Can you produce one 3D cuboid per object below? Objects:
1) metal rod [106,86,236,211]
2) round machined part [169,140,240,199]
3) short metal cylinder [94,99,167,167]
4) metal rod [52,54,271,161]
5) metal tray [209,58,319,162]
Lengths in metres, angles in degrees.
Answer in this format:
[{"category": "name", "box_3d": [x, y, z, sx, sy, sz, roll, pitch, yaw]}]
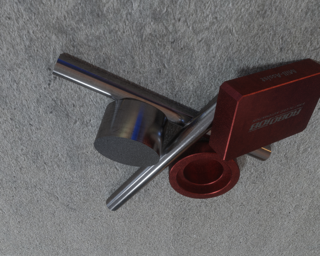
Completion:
[{"category": "metal rod", "box_3d": [0.003, 0.042, 0.422, 0.025, 0.025, 0.298, 26, 132, -21]}, {"category": "round machined part", "box_3d": [0.061, 0.055, 0.445, 0.099, 0.042, 0.097, 0, 130, 0]}, {"category": "short metal cylinder", "box_3d": [-0.035, 0.008, 0.382, 0.080, 0.050, 0.080, 10, 151, 6]}, {"category": "metal rod", "box_3d": [0.017, -0.018, 0.394, 0.302, 0.025, 0.025, 22, 127, -18]}, {"category": "metal tray", "box_3d": [0.123, -0.021, 0.352, 0.131, 0.030, 0.089, -17, 134, -23]}]
